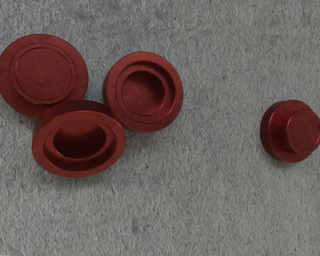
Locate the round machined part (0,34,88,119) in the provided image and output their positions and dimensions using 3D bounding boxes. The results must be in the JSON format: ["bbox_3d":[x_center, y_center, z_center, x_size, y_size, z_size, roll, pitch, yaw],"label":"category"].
[{"bbox_3d":[-0.131,-0.059,0.351,0.099,0.042,0.097,0,90,-20],"label":"round machined part"}]

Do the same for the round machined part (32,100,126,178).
[{"bbox_3d":[-0.091,0.008,0.349,0.099,0.042,0.097,-11,132,-12],"label":"round machined part"}]

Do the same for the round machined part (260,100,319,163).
[{"bbox_3d":[0.208,0.005,0.476,0.099,0.042,0.097,0,90,-20],"label":"round machined part"}]

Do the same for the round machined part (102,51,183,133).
[{"bbox_3d":[-0.024,-0.043,0.389,0.099,0.042,0.097,1,88,-23],"label":"round machined part"}]
